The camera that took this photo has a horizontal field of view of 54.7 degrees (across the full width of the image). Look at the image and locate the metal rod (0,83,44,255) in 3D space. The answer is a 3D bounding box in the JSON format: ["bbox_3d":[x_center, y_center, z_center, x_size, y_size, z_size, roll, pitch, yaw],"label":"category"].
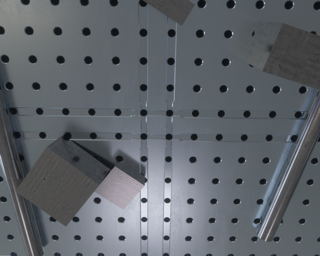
[{"bbox_3d":[-0.206,0.058,0.432,0.025,0.025,0.298,-4,110,1],"label":"metal rod"}]

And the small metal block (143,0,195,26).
[{"bbox_3d":[0.009,-0.141,0.348,0.050,0.050,0.025,30,107,-11],"label":"small metal block"}]

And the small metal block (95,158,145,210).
[{"bbox_3d":[-0.057,0.080,0.442,0.050,0.025,0.050,36,106,-13],"label":"small metal block"}]

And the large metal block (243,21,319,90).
[{"bbox_3d":[0.152,-0.084,0.354,0.080,0.080,0.050,16,109,-6],"label":"large metal block"}]

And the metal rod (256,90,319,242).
[{"bbox_3d":[0.196,0.030,0.425,0.025,0.025,0.298,13,110,-5],"label":"metal rod"}]

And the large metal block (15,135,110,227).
[{"bbox_3d":[-0.129,0.070,0.419,0.080,0.050,0.080,38,106,-5],"label":"large metal block"}]
